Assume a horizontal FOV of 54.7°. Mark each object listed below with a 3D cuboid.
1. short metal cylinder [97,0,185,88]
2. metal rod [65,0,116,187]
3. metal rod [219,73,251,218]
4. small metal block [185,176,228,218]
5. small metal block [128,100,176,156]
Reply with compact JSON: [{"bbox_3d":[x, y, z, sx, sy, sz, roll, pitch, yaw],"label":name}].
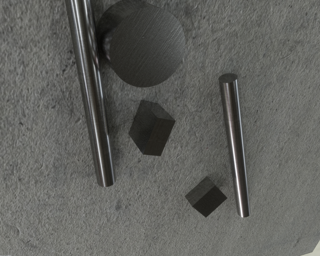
[{"bbox_3d":[-0.021,-0.089,0.324,0.081,0.050,0.079,-14,124,-21],"label":"short metal cylinder"},{"bbox_3d":[-0.074,-0.056,0.331,0.025,0.025,0.298,-15,125,-20],"label":"metal rod"},{"bbox_3d":[0.126,0.047,0.504,0.025,0.025,0.299,-26,128,-12],"label":"metal rod"},{"bbox_3d":[0.078,0.117,0.522,0.050,0.025,0.050,-43,130,1],"label":"small metal block"},{"bbox_3d":[-0.011,0.000,0.384,0.025,0.050,0.050,9,114,-32],"label":"small metal block"}]
